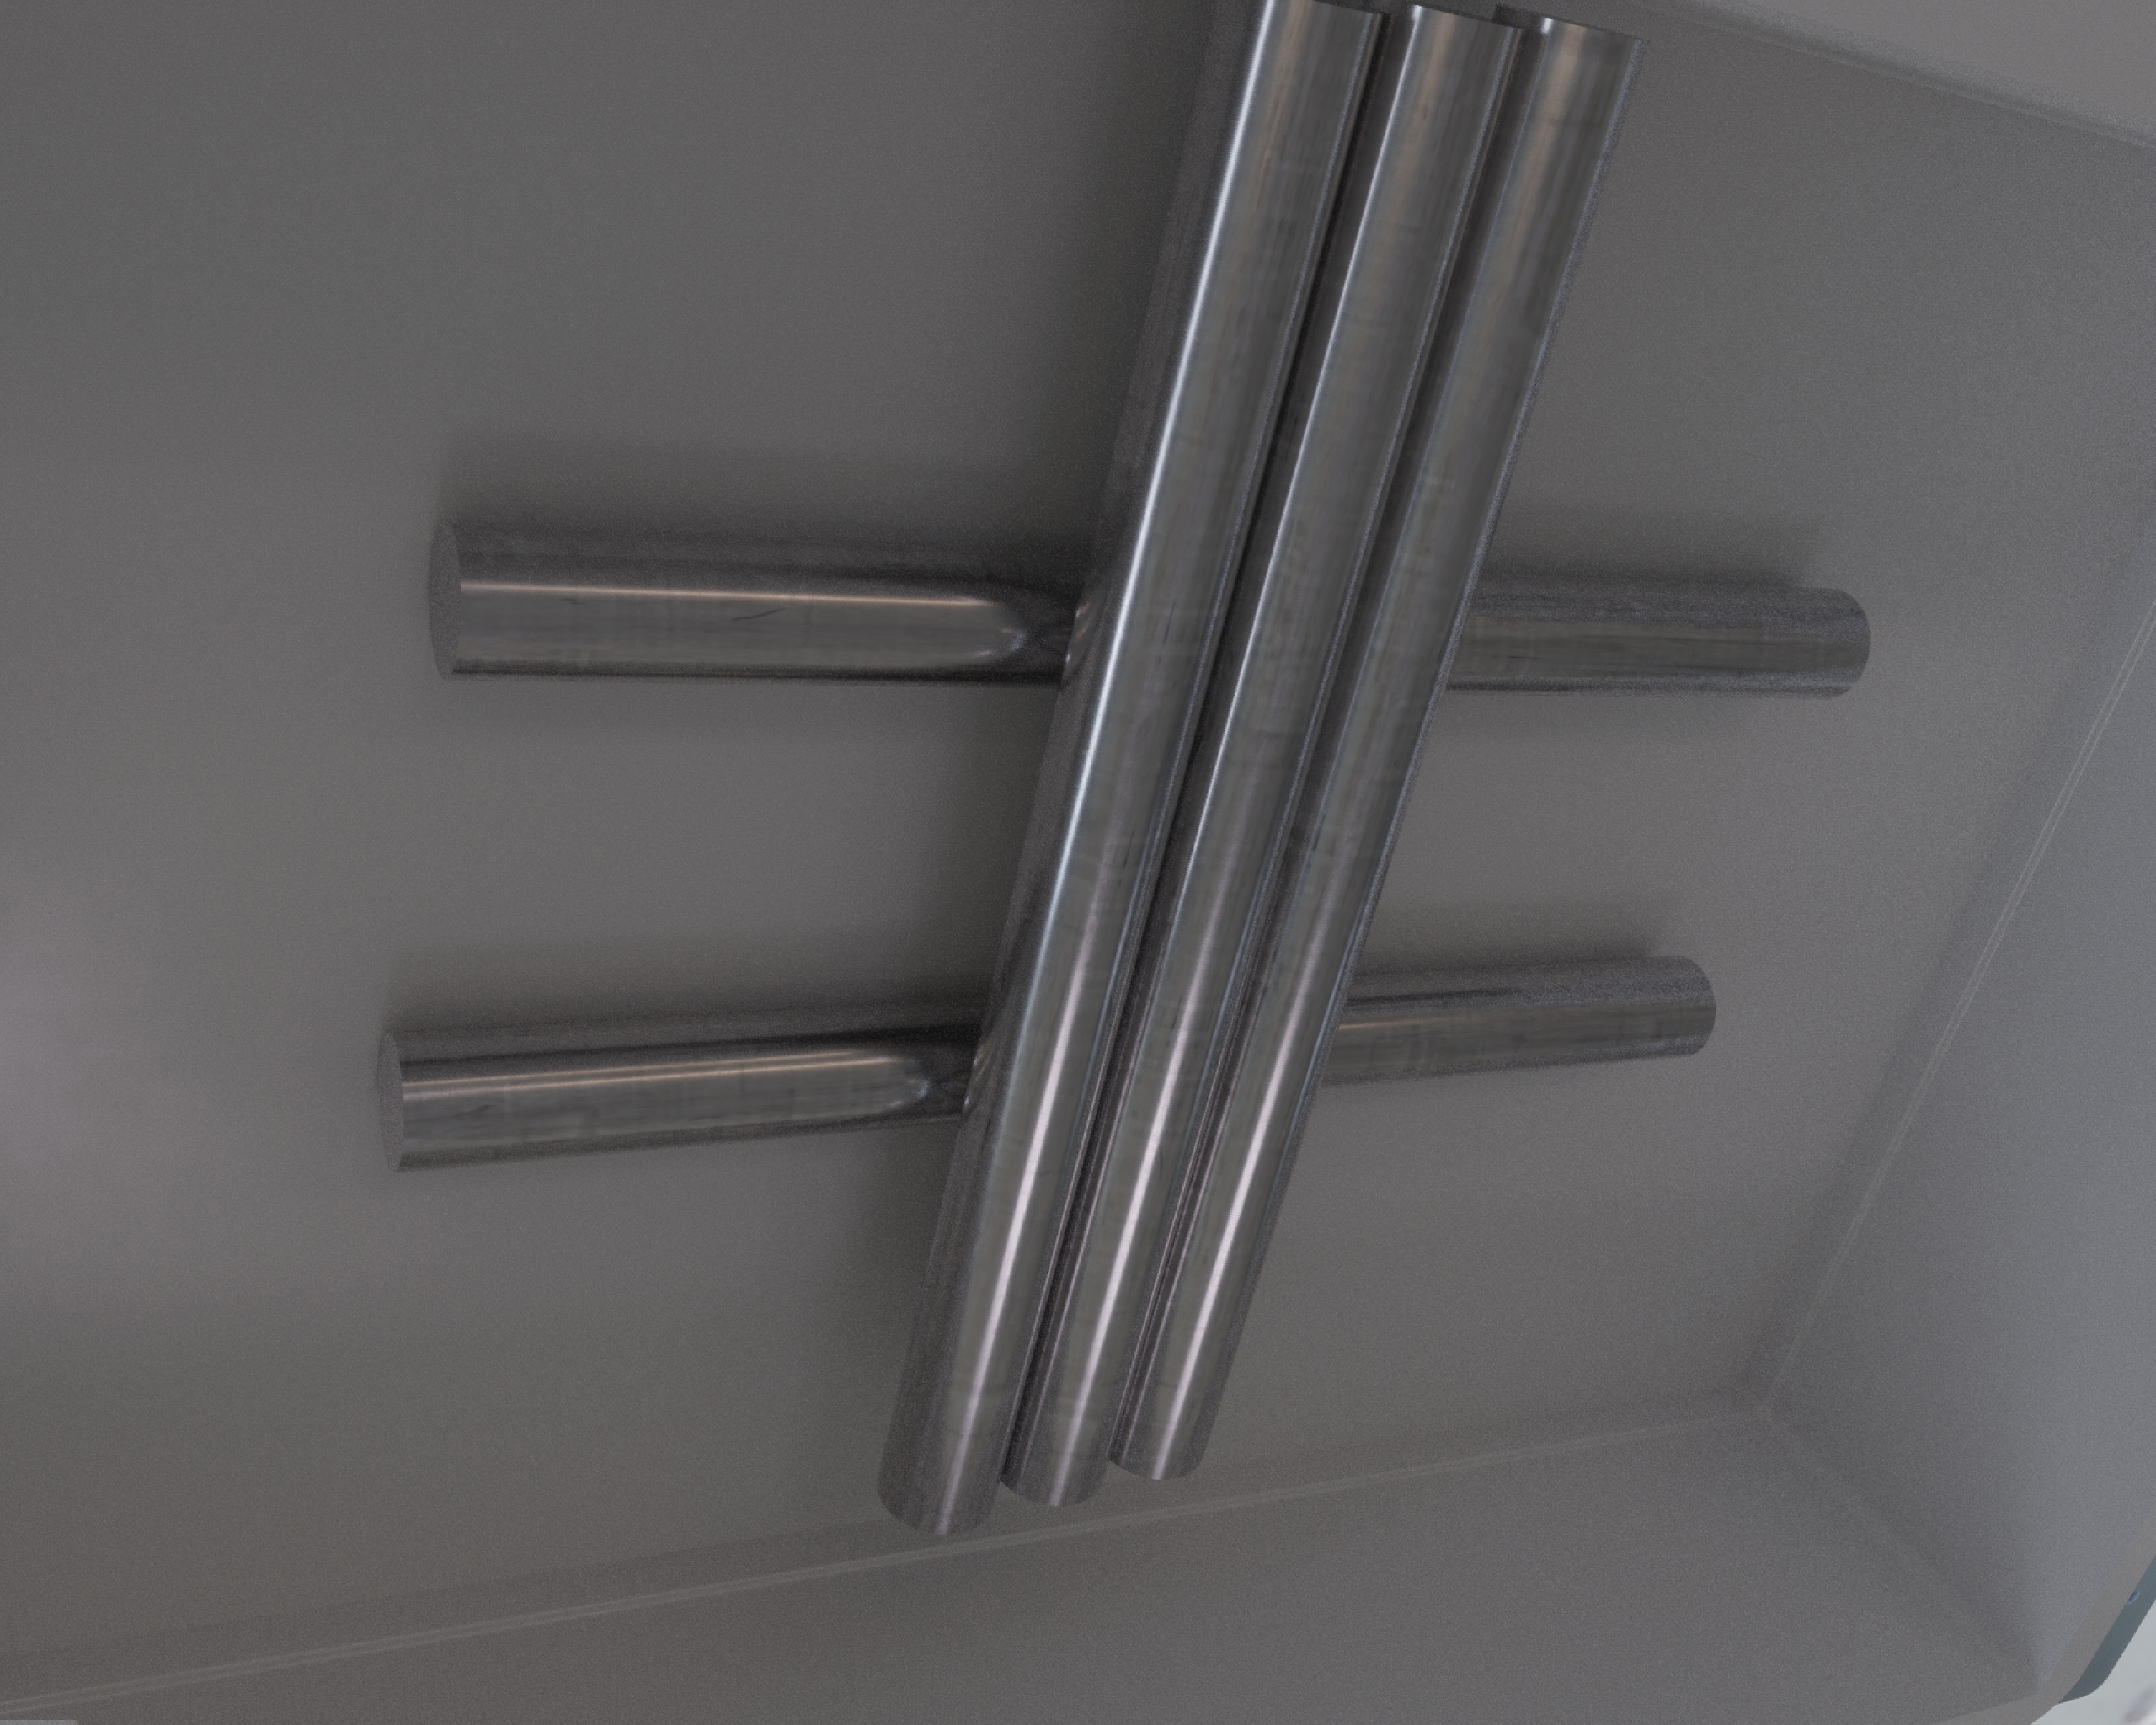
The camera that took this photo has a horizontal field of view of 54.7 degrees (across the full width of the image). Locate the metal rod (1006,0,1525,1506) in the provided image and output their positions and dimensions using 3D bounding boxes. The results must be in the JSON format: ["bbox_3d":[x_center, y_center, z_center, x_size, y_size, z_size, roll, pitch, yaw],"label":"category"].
[{"bbox_3d":[0.025,-0.001,0.386,0.025,0.025,0.298,-1,119,-28],"label":"metal rod"}]

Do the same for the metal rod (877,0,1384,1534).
[{"bbox_3d":[0.002,0.001,0.375,0.025,0.025,0.298,-1,119,-28],"label":"metal rod"}]

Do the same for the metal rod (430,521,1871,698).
[{"bbox_3d":[0.034,-0.045,0.398,0.303,0.025,0.025,-2,119,-28],"label":"metal rod"}]

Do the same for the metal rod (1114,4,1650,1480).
[{"bbox_3d":[0.047,-0.003,0.397,0.025,0.025,0.298,-1,119,-28],"label":"metal rod"}]

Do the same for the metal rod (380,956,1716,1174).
[{"bbox_3d":[0.013,0.039,0.438,0.303,0.025,0.025,-2,119,-28],"label":"metal rod"}]
